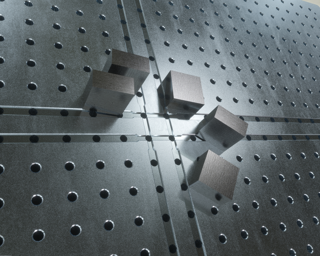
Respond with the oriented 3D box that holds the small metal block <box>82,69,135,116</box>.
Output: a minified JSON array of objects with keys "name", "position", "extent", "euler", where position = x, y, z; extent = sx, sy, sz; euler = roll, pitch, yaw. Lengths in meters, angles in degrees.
[{"name":"small metal block","position":[-0.064,-0.042,0.383],"extent":[0.050,0.050,0.025],"euler":[9,58,-24]}]

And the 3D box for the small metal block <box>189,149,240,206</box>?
[{"name":"small metal block","position":[0.072,0.065,0.407],"extent":[0.050,0.025,0.050],"euler":[32,52,-8]}]

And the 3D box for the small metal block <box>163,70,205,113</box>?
[{"name":"small metal block","position":[0.035,-0.053,0.459],"extent":[0.050,0.025,0.050],"euler":[9,58,-23]}]

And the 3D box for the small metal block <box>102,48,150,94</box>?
[{"name":"small metal block","position":[-0.047,-0.073,0.411],"extent":[0.050,0.050,0.025],"euler":[10,58,-23]}]

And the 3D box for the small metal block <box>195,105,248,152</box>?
[{"name":"small metal block","position":[0.086,0.002,0.437],"extent":[0.050,0.050,0.025],"euler":[32,52,-8]}]
